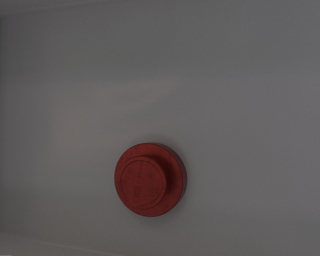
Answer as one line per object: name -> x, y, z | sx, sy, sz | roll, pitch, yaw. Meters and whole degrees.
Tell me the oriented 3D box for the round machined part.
round machined part -> -0.017, 0.069, 0.408 | 0.098, 0.042, 0.097 | 0, 90, 20
